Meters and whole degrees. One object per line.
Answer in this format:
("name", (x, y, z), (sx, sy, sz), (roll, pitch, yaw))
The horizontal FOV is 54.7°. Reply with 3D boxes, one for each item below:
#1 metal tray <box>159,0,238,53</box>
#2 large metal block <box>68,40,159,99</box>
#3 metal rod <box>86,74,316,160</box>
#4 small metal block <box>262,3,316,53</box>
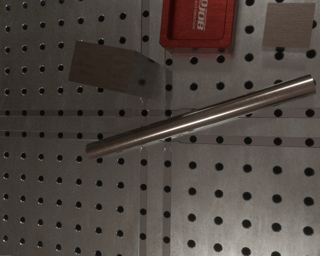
("metal tray", (0.052, -0.163, 0.391), (0.090, 0.030, 0.129), (6, 92, 19))
("large metal block", (-0.057, -0.073, 0.402), (0.080, 0.080, 0.050), (14, 95, 19))
("metal rod", (0.037, -0.008, 0.398), (0.301, 0.025, 0.025), (-17, 85, 18))
("small metal block", (0.149, -0.116, 0.360), (0.050, 0.025, 0.050), (8, 93, 19))
